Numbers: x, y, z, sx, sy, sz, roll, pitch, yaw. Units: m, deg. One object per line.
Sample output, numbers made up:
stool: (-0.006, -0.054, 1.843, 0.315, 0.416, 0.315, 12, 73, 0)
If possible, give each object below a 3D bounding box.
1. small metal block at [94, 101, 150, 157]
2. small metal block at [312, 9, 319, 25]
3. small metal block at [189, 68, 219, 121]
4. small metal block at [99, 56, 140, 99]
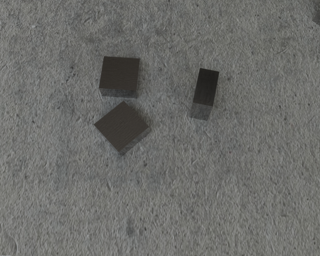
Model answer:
small metal block: (-0.049, 0.001, 0.407, 0.050, 0.025, 0.050, -41, 75, -14)
small metal block: (0.264, -0.186, 0.465, 0.025, 0.050, 0.050, 39, 75, 13)
small metal block: (0.058, -0.043, 0.411, 0.025, 0.050, 0.050, 12, 71, 4)
small metal block: (-0.055, -0.071, 0.433, 0.050, 0.025, 0.050, 4, 70, 1)
